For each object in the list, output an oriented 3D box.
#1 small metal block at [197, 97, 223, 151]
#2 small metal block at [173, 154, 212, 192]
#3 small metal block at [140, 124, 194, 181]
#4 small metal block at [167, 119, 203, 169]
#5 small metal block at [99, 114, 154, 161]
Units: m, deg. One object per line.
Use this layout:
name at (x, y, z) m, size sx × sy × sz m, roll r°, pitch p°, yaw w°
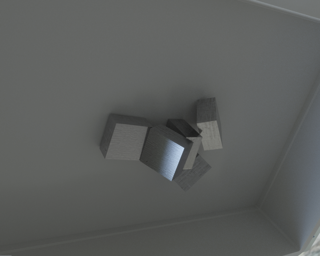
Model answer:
small metal block at (0.068, -0.006, 0.423) m, size 0.025 × 0.050 × 0.050 m, roll -9°, pitch 129°, yaw 15°
small metal block at (0.044, 0.061, 0.451) m, size 0.050 × 0.050 × 0.025 m, roll -44°, pitch 95°, yaw 1°
small metal block at (0.008, 0.030, 0.391) m, size 0.025 × 0.050 × 0.050 m, roll -24°, pitch 139°, yaw -55°
small metal block at (0.027, 0.022, 0.421) m, size 0.025 × 0.050 × 0.050 m, roll 1°, pitch 118°, yaw -29°
small metal block at (-0.043, 0.013, 0.391) m, size 0.050 × 0.025 × 0.050 m, roll 7°, pitch 115°, yaw -32°
